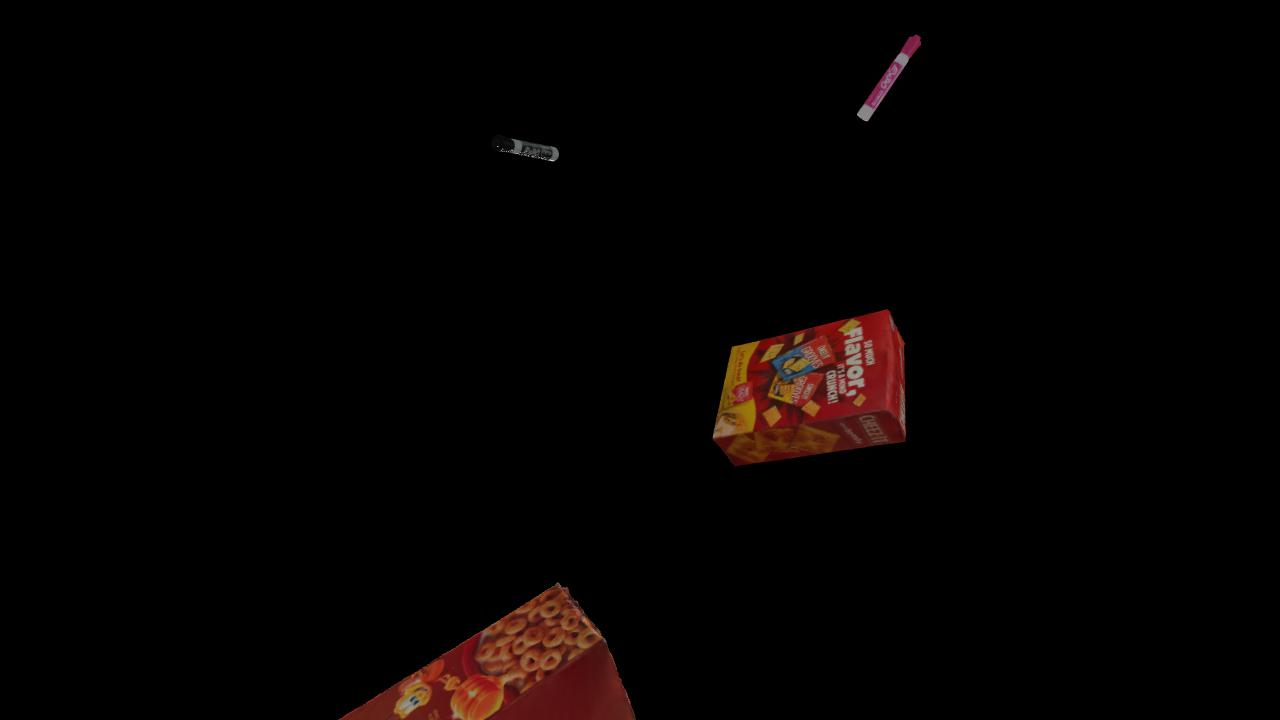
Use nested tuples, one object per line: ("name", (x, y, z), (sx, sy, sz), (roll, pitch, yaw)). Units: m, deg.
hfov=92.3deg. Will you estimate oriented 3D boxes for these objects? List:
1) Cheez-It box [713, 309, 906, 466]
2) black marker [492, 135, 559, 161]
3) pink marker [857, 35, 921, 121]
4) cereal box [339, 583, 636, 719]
("Cheez-It box", (0.213, 0.037, 0.778), (0.223, 0.166, 0.071), (-16, -51, 34))
("black marker", (-0.144, -0.267, 0.779), (0.020, 0.020, 0.121), (0, 10, 27))
("pink marker", (0.344, -0.389, 0.849), (0.020, 0.121, 0.020), (30, 17, -10))
("cereal box", (-0.135, 0.298, 0.347), (0.306, 0.203, 0.081), (-26, 23, -24))
